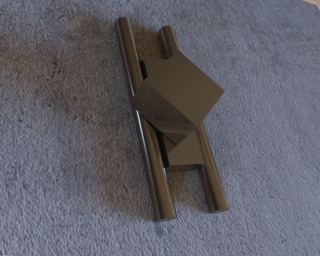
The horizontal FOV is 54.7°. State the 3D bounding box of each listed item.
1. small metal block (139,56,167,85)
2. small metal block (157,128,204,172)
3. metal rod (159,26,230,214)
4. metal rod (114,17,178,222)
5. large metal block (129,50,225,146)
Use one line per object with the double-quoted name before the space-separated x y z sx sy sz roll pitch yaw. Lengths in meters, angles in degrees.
"small metal block" -0.002 -0.074 0.449 0.050 0.025 0.050 1 61 -28
"small metal block" 0.023 0.029 0.401 0.050 0.025 0.050 1 61 -28
"metal rod" 0.042 -0.028 0.448 0.025 0.025 0.299 1 61 -28
"metal rod" -0.025 -0.029 0.411 0.025 0.025 0.299 1 61 -28
"large metal block" 0.023 -0.039 0.392 0.080 0.050 0.080 42 51 0
